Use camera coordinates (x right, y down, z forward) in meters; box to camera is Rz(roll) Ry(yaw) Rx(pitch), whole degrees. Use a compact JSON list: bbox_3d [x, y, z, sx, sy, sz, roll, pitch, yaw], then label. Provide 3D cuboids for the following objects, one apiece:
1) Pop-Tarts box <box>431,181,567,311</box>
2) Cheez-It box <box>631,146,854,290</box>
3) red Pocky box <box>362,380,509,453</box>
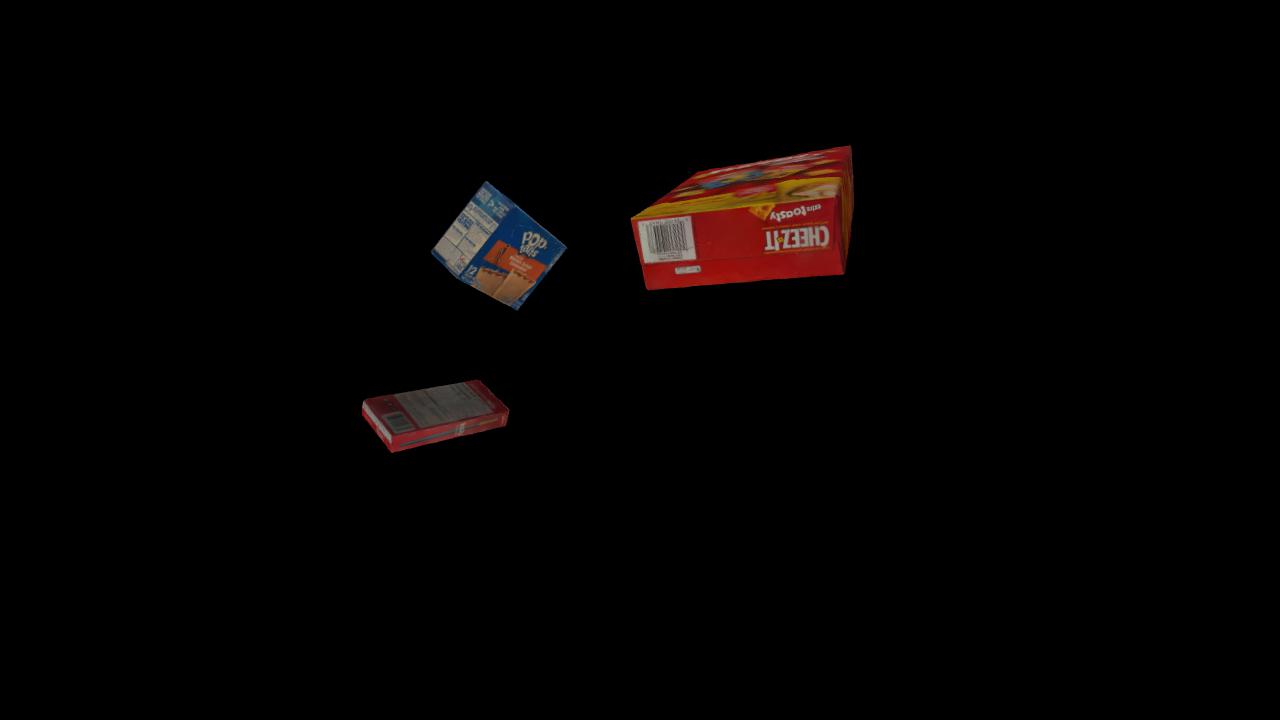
[{"bbox_3d":[-0.221,-0.177,0.989,0.083,0.141,0.167,41,4,24],"label":"Pop-Tarts box"},{"bbox_3d":[0.107,-0.137,0.570,0.166,0.071,0.223,-2,26,22],"label":"Cheez-It box"},{"bbox_3d":[-0.248,0.066,0.757,0.155,0.028,0.083,-10,35,-44],"label":"red Pocky box"}]
